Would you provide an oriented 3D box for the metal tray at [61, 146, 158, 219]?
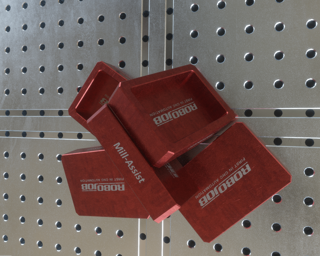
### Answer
[{"bbox_3d":[-0.066,0.069,0.407,0.130,0.030,0.089,-9,98,34],"label":"metal tray"}]

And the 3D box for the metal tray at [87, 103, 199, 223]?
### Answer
[{"bbox_3d":[-0.015,0.034,0.350,0.030,0.090,0.130,-40,78,15],"label":"metal tray"}]

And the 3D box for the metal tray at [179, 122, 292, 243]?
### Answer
[{"bbox_3d":[0.079,0.065,0.380,0.130,0.030,0.090,-43,77,14],"label":"metal tray"}]

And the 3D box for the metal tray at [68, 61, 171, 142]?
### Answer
[{"bbox_3d":[-0.054,-0.020,0.427,0.130,0.030,0.090,38,102,15],"label":"metal tray"}]

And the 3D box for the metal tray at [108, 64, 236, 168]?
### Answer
[{"bbox_3d":[0.019,-0.021,0.350,0.090,0.131,0.030,53,134,12],"label":"metal tray"}]
